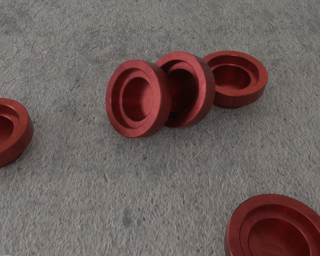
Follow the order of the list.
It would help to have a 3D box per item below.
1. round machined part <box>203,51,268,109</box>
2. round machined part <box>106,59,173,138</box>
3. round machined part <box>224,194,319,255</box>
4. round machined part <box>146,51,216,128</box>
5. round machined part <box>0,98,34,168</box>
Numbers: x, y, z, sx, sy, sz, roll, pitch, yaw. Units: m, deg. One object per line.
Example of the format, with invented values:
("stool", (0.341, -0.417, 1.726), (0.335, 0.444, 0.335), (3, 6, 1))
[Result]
("round machined part", (0.101, -0.066, 0.448), (0.099, 0.042, 0.098), (0, 50, 0))
("round machined part", (-0.022, -0.036, 0.398), (0.042, 0.097, 0.098), (0, 38, -50))
("round machined part", (0.110, 0.116, 0.295), (0.099, 0.042, 0.098), (0, 50, 0))
("round machined part", (0.031, -0.049, 0.409), (0.042, 0.097, 0.098), (1, 37, -50))
("round machined part", (-0.206, 0.012, 0.381), (0.099, 0.042, 0.098), (0, 50, 0))
